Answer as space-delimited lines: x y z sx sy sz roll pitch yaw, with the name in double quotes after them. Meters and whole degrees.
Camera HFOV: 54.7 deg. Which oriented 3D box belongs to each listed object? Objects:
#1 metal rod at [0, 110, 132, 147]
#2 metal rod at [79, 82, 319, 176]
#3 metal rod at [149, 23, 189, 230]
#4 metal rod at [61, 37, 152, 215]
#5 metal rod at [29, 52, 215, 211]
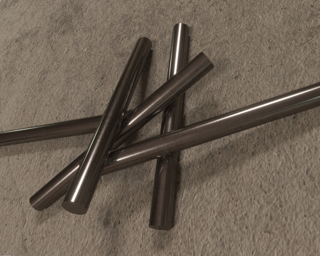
-0.175 0.006 0.489 0.301 0.025 0.025 -8 58 23 "metal rod"
0.052 0.004 0.349 0.301 0.025 0.025 -18 54 7 "metal rod"
0.016 -0.022 0.407 0.025 0.025 0.299 -7 58 24 "metal rod"
-0.053 -0.030 0.398 0.025 0.025 0.300 -9 42 23 "metal rod"
-0.055 0.010 0.403 0.300 0.025 0.025 -39 51 9 "metal rod"
